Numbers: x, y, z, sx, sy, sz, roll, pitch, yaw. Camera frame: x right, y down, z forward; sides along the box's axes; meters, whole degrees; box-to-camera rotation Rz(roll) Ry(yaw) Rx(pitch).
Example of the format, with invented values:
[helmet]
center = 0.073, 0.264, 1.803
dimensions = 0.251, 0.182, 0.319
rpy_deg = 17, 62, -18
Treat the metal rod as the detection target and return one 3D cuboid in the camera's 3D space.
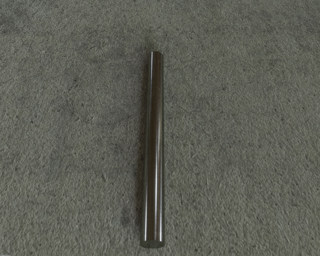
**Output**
[metal rod]
center = -0.007, 0.001, 0.404
dimensions = 0.025, 0.025, 0.300
rpy_deg = 0, 50, 0
